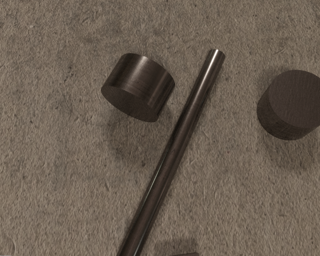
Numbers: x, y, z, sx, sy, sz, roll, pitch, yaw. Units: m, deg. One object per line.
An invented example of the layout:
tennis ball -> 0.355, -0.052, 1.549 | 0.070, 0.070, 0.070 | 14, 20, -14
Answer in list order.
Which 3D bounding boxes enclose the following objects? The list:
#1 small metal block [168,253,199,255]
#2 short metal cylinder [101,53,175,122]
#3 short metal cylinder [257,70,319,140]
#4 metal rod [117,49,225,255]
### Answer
small metal block -> 0.021, 0.170, 0.346 | 0.050, 0.025, 0.050 | -7, 70, -3
short metal cylinder -> -0.028, -0.050, 0.397 | 0.080, 0.080, 0.050 | 25, 72, 8
short metal cylinder -> 0.175, -0.029, 0.408 | 0.081, 0.050, 0.080 | 0, 70, 0
metal rod -> 0.022, 0.023, 0.399 | 0.025, 0.025, 0.300 | 23, 71, 8
